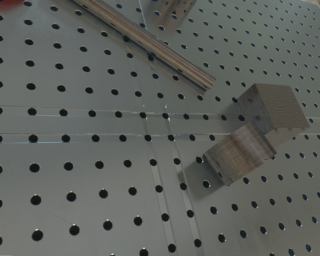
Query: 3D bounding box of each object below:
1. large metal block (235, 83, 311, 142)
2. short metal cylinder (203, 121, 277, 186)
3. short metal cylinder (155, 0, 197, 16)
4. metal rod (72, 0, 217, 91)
[{"bbox_3d":[0.182,-0.024,0.504,0.081,0.050,0.080,-1,62,-29],"label":"large metal block"},{"bbox_3d":[0.104,0.034,0.408,0.081,0.080,0.050,-25,76,-37],"label":"short metal cylinder"},{"bbox_3d":[0.033,-0.253,0.564,0.081,0.050,0.080,14,56,-21],"label":"short metal cylinder"},{"bbox_3d":[-0.043,-0.150,0.475,0.301,0.025,0.025,33,52,-7],"label":"metal rod"}]
